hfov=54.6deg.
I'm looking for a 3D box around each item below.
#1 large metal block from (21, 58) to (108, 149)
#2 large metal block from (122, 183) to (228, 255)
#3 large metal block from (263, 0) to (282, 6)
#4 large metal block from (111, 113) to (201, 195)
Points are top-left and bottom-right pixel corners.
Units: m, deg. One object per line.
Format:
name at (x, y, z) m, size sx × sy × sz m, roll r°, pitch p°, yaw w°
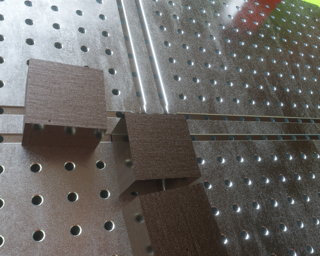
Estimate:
large metal block at (-0.108, -0.025, 0.349) m, size 0.081 × 0.050 × 0.080 m, roll 5°, pitch 59°, yaw -26°
large metal block at (0.014, 0.111, 0.331) m, size 0.081 × 0.050 × 0.080 m, roll -5°, pitch 64°, yaw -30°
large metal block at (0.265, -0.347, 0.726) m, size 0.081 × 0.080 × 0.050 m, roll 13°, pitch 56°, yaw -21°
large metal block at (-0.007, 0.030, 0.369) m, size 0.081 × 0.050 × 0.080 m, roll 2°, pitch 61°, yaw -27°
